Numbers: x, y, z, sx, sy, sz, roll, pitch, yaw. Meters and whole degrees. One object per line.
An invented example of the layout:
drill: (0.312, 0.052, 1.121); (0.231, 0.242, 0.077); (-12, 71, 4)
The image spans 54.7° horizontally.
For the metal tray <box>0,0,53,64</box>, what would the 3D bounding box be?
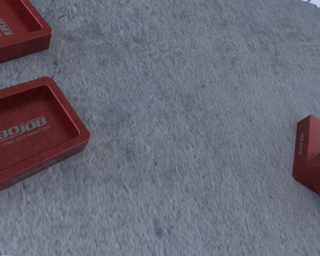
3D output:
metal tray: (-0.207, -0.142, 0.375); (0.091, 0.030, 0.130); (-33, 81, -38)

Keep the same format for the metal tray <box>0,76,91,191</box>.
metal tray: (-0.150, 0.006, 0.316); (0.131, 0.030, 0.090); (-28, 78, -38)

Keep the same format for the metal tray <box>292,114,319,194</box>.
metal tray: (0.273, 0.049, 0.521); (0.090, 0.030, 0.130); (32, 51, -8)

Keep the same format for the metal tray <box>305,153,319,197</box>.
metal tray: (0.285, 0.092, 0.470); (0.091, 0.030, 0.130); (-33, 95, -26)
